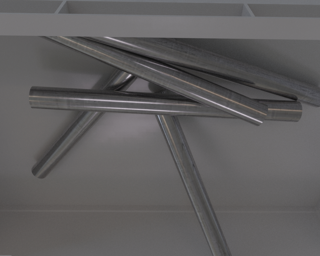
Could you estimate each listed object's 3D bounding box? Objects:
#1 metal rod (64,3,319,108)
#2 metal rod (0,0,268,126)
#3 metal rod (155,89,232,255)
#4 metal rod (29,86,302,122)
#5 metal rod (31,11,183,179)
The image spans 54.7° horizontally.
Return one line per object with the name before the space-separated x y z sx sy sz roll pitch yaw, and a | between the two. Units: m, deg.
metal rod | 0.056 -0.068 0.327 0.302 0.025 0.025 12 130 -20
metal rod | -0.030 -0.069 0.318 0.302 0.025 0.025 22 127 -6
metal rod | 0.051 0.092 0.409 0.025 0.025 0.299 -19 104 15
metal rod | 0.010 -0.027 0.353 0.302 0.025 0.025 3 130 -4
metal rod | -0.082 -0.023 0.388 0.025 0.025 0.299 33 123 -25
